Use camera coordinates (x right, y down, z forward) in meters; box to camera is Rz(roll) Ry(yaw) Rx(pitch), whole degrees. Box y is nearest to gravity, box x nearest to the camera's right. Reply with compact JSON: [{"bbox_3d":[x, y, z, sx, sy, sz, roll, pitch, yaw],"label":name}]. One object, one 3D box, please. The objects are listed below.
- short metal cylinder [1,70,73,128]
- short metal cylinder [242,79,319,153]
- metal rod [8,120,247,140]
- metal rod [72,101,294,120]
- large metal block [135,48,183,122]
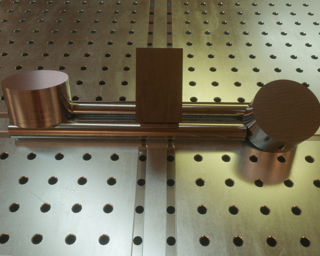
[{"bbox_3d":[-0.158,-0.040,0.405,0.081,0.050,0.080,0,27,0],"label":"short metal cylinder"},{"bbox_3d":[0.149,-0.013,0.386,0.081,0.050,0.080,0,72,0],"label":"short metal cylinder"},{"bbox_3d":[-0.041,0.002,0.404,0.302,0.025,0.025,1,50,0],"label":"metal rod"},{"bbox_3d":[0.033,-0.024,0.427,0.302,0.025,0.025,1,50,0],"label":"metal rod"},{"bbox_3d":[0.000,-0.048,0.373,0.050,0.080,0.079,1,92,0],"label":"large metal block"}]
